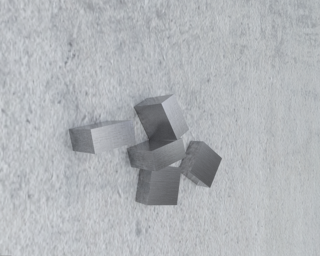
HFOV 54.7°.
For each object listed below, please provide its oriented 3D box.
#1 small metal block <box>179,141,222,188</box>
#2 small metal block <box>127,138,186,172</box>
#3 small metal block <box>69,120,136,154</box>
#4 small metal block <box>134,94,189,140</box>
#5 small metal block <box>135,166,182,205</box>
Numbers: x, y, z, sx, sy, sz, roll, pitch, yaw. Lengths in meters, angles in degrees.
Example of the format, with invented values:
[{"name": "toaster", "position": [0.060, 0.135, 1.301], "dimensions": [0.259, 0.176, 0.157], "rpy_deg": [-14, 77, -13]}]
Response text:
[{"name": "small metal block", "position": [0.060, 0.053, 0.457], "dimensions": [0.050, 0.025, 0.050], "rpy_deg": [40, 65, -33]}, {"name": "small metal block", "position": [-0.005, 0.031, 0.387], "dimensions": [0.050, 0.050, 0.025], "rpy_deg": [-21, 104, -38]}, {"name": "small metal block", "position": [-0.063, 0.008, 0.337], "dimensions": [0.050, 0.050, 0.025], "rpy_deg": [-15, 100, -39]}, {"name": "small metal block", "position": [0.002, -0.013, 0.391], "dimensions": [0.025, 0.050, 0.050], "rpy_deg": [-40, 114, -37]}, {"name": "small metal block", "position": [-0.001, 0.074, 0.406], "dimensions": [0.050, 0.025, 0.050], "rpy_deg": [12, 83, -40]}]
